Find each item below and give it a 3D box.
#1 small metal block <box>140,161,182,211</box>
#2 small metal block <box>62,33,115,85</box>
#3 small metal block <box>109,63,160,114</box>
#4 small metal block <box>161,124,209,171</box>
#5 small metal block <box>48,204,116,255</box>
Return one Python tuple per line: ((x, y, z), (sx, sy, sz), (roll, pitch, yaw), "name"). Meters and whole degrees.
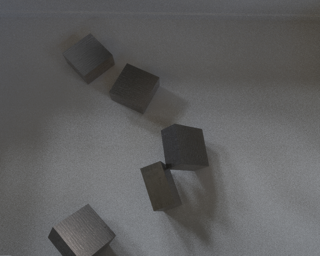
((0.002, 0.070, 0.368), (0.025, 0.050, 0.050), (-22, 71, 7), "small metal block")
((-0.102, -0.099, 0.445), (0.050, 0.025, 0.050), (-41, 75, -14), "small metal block")
((-0.034, -0.054, 0.429), (0.050, 0.025, 0.050), (25, 72, 9), "small metal block")
((0.031, 0.025, 0.386), (0.050, 0.025, 0.050), (10, 63, -41), "small metal block")
((-0.088, 0.123, 0.351), (0.050, 0.025, 0.050), (44, 39, 14), "small metal block")
